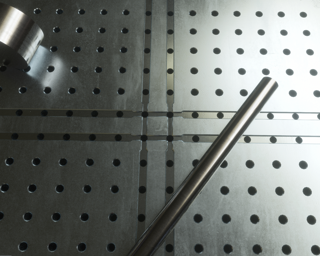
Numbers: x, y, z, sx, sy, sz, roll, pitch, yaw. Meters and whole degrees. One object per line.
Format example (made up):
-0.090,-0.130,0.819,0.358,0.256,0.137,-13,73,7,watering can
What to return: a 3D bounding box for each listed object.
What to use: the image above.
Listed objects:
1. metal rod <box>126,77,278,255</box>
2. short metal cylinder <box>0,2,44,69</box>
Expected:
0.061,0.047,0.394,0.025,0.025,0.301,37,74,12,metal rod
-0.210,-0.125,0.427,0.080,0.080,0.050,17,71,6,short metal cylinder
